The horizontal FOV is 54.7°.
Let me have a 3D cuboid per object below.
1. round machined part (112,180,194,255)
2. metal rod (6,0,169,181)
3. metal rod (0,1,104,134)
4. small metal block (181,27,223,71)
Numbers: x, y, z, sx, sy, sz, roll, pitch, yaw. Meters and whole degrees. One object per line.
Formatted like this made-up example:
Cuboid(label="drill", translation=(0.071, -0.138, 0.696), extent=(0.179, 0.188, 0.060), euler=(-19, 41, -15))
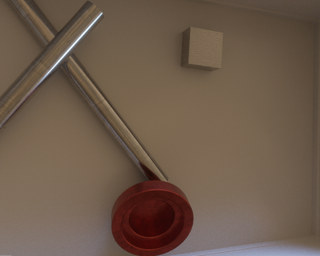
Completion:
Cuboid(label="round machined part", translation=(-0.011, 0.107, 0.387), extent=(0.099, 0.042, 0.097), euler=(-4, 112, -9))
Cuboid(label="metal rod", translation=(-0.085, -0.045, 0.379), extent=(0.025, 0.025, 0.299), euler=(-40, 103, -16))
Cuboid(label="metal rod", translation=(-0.167, -0.018, 0.331), extent=(0.025, 0.025, 0.300), euler=(41, 83, -16))
Cuboid(label="small metal block", translation=(0.059, -0.109, 0.433), extent=(0.050, 0.025, 0.050), euler=(4, 89, -20))
